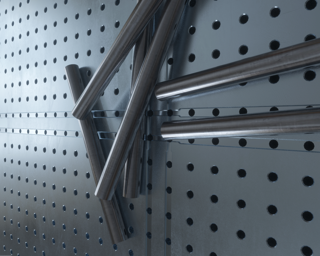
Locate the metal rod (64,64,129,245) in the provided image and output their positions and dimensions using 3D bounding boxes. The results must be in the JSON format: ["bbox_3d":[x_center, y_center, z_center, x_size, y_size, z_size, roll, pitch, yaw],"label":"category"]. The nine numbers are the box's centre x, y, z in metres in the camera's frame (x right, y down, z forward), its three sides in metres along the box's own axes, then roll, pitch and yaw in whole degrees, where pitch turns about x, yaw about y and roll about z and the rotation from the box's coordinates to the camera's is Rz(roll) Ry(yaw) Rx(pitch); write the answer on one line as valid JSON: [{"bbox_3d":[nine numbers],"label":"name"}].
[{"bbox_3d":[-0.106,0.032,0.498,0.025,0.025,0.299,-31,71,36],"label":"metal rod"}]

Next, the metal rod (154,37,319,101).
[{"bbox_3d":[0.115,-0.066,0.314,0.300,0.025,0.025,-9,84,39],"label":"metal rod"}]

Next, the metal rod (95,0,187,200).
[{"bbox_3d":[-0.024,-0.045,0.406,0.025,0.025,0.299,27,100,37],"label":"metal rod"}]

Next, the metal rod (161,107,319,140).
[{"bbox_3d":[0.124,-0.006,0.307,0.300,0.025,0.025,-4,87,40],"label":"metal rod"}]

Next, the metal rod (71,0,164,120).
[{"bbox_3d":[-0.041,-0.123,0.409,0.299,0.025,0.025,-50,61,28],"label":"metal rod"}]

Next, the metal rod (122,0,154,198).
[{"bbox_3d":[-0.029,-0.051,0.434,0.025,0.025,0.298,8,95,40],"label":"metal rod"}]
